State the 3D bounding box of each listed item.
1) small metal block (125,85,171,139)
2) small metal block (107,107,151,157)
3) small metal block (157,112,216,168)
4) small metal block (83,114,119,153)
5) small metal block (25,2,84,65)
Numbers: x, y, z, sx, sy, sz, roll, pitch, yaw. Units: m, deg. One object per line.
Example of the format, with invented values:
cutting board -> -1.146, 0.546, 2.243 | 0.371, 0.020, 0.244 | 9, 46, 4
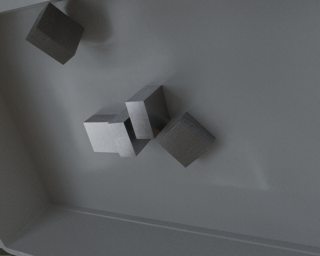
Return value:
small metal block -> -0.013, -0.020, 0.386 | 0.025, 0.050, 0.050 | -1, 118, 28
small metal block -> -0.038, 0.004, 0.413 | 0.025, 0.050, 0.050 | -4, 117, 30
small metal block -> 0.034, 0.016, 0.400 | 0.050, 0.025, 0.050 | 42, 129, -2
small metal block -> -0.077, 0.008, 0.452 | 0.050, 0.025, 0.050 | 0, 119, 28
small metal block -> -0.125, -0.114, 0.375 | 0.025, 0.050, 0.050 | -26, 133, 37
